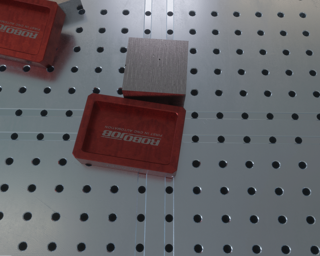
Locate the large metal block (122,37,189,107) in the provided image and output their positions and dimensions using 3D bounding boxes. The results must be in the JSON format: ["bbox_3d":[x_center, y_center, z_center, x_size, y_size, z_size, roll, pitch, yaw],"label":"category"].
[{"bbox_3d":[-0.005,-0.074,0.425,0.080,0.050,0.080,4,70,1],"label":"large metal block"}]

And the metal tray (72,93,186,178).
[{"bbox_3d":[-0.037,0.009,0.405,0.131,0.030,0.090,9,70,3],"label":"metal tray"}]

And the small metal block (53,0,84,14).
[{"bbox_3d":[-0.155,-0.207,0.486,0.050,0.025,0.050,-22,72,-8],"label":"small metal block"}]

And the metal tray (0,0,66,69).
[{"bbox_3d":[-0.213,-0.145,0.448,0.131,0.030,0.090,13,86,4],"label":"metal tray"}]
